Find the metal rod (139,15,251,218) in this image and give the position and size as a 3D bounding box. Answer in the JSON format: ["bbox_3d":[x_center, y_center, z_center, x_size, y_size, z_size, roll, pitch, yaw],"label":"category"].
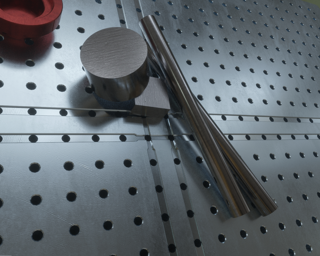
[{"bbox_3d":[0.043,-0.023,0.424,0.025,0.025,0.299,-18,77,-35],"label":"metal rod"}]

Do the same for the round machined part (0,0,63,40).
[{"bbox_3d":[-0.178,-0.152,0.394,0.099,0.042,0.098,14,56,-21],"label":"round machined part"}]

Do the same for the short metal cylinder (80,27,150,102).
[{"bbox_3d":[-0.055,-0.080,0.392,0.080,0.050,0.080,0,62,1],"label":"short metal cylinder"}]

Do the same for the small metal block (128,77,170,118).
[{"bbox_3d":[-0.017,-0.043,0.425,0.050,0.025,0.050,6,59,-25],"label":"small metal block"}]

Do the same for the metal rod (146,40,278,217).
[{"bbox_3d":[0.064,-0.007,0.446,0.025,0.025,0.299,-27,77,-37],"label":"metal rod"}]
